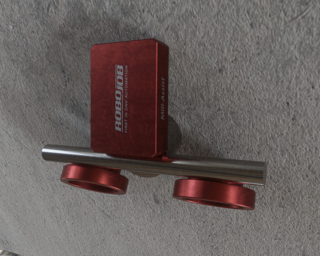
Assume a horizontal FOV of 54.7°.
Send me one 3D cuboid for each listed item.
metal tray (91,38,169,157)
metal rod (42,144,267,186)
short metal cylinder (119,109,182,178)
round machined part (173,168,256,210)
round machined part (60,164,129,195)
[{"bbox_3d":[-0.037,-0.034,0.367,0.090,0.030,0.129,2,93,26],"label":"metal tray"},{"bbox_3d":[-0.027,0.041,0.383,0.301,0.025,0.025,2,120,26],"label":"metal rod"},{"bbox_3d":[-0.017,0.019,0.412,0.080,0.050,0.079,13,124,20],"label":"short metal cylinder"},{"bbox_3d":[0.067,0.072,0.383,0.099,0.042,0.098,9,164,3],"label":"round machined part"},{"bbox_3d":[-0.095,0.069,0.467,0.099,0.042,0.098,9,159,4],"label":"round machined part"}]
